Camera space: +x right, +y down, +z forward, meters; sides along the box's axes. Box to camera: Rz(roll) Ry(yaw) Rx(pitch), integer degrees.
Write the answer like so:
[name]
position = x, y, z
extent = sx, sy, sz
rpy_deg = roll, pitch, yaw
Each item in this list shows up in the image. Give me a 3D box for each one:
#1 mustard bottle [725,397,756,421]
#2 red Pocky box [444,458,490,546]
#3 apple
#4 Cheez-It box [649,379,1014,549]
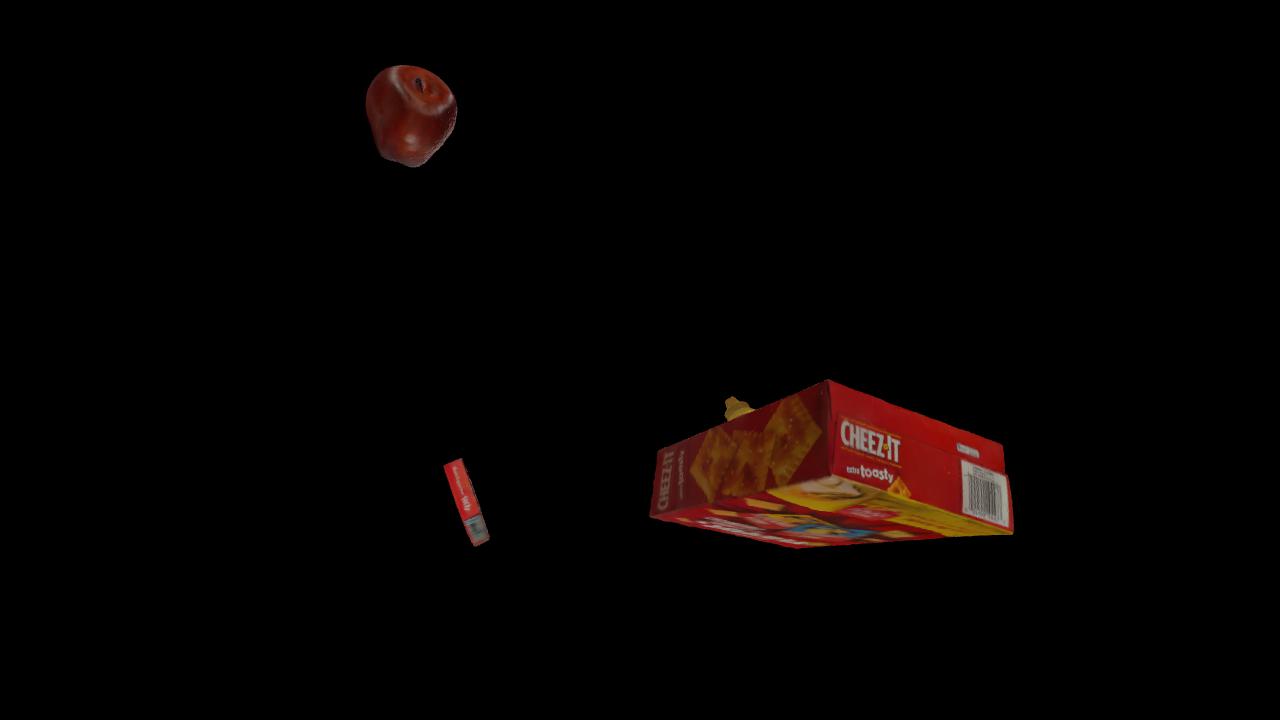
[mustard bottle]
position = 0.182, 0.128, 0.954
extent = 0.054, 0.092, 0.184
rpy_deg = -11, 48, -22
[red Pocky box]
position = -0.240, 0.201, 0.857
extent = 0.028, 0.083, 0.155
rpy_deg = -18, -25, -18
[apple]
position = -0.216, -0.229, 0.577
extent = 0.079, 0.079, 0.093
rpy_deg = 0, -27, -36
[Cheez-It box]
position = 0.132, 0.097, 0.480
extent = 0.166, 0.071, 0.223
rpy_deg = 19, -27, -21
